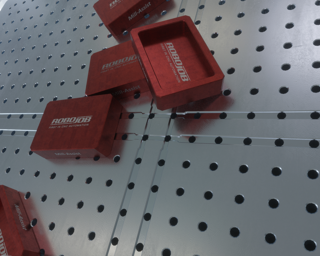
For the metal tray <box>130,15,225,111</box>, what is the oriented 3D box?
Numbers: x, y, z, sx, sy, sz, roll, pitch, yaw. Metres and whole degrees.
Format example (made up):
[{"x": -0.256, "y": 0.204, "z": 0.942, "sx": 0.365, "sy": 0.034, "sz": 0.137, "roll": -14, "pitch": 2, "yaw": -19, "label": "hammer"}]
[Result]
[{"x": 0.020, "y": -0.093, "z": 0.423, "sx": 0.091, "sy": 0.030, "sz": 0.130, "roll": -17, "pitch": 59, "yaw": -7, "label": "metal tray"}]

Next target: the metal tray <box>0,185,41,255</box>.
[{"x": -0.227, "y": 0.154, "z": 0.431, "sx": 0.090, "sy": 0.030, "sz": 0.130, "roll": -43, "pitch": 51, "yaw": -2, "label": "metal tray"}]

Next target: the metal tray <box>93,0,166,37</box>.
[{"x": -0.055, "y": -0.239, "z": 0.582, "sx": 0.130, "sy": 0.030, "sz": 0.090, "roll": -35, "pitch": 51, "yaw": 5, "label": "metal tray"}]

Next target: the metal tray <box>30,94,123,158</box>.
[{"x": -0.128, "y": -0.001, "z": 0.475, "sx": 0.130, "sy": 0.030, "sz": 0.090, "roll": -4, "pitch": 60, "yaw": 26, "label": "metal tray"}]

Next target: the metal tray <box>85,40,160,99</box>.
[{"x": -0.052, "y": -0.095, "z": 0.492, "sx": 0.130, "sy": 0.030, "sz": 0.090, "roll": -13, "pitch": 56, "yaw": 20, "label": "metal tray"}]
